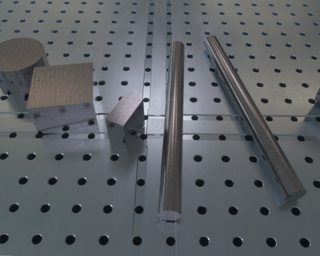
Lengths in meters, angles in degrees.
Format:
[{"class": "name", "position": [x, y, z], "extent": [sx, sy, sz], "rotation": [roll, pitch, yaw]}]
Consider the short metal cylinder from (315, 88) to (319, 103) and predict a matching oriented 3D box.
[{"class": "short metal cylinder", "position": [0.260, -0.059, 0.423], "extent": [0.080, 0.080, 0.050], "rotation": [-36, 59, -26]}]

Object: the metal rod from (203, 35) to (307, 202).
[{"class": "metal rod", "position": [0.119, -0.036, 0.438], "extent": [0.025, 0.025, 0.300], "rotation": [-9, 51, -8]}]

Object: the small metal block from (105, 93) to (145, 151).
[{"class": "small metal block", "position": [-0.043, -0.008, 0.398], "extent": [0.025, 0.050, 0.050], "rotation": [20, 53, 16]}]

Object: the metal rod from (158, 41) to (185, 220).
[{"class": "metal rod", "position": [0.020, -0.021, 0.425], "extent": [0.025, 0.025, 0.300], "rotation": [3, 50, 2]}]

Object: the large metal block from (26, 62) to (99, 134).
[{"class": "large metal block", "position": [-0.129, -0.042, 0.426], "extent": [0.081, 0.050, 0.080], "rotation": [-6, 50, -5]}]

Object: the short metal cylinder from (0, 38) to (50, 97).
[{"class": "short metal cylinder", "position": [-0.209, -0.092, 0.467], "extent": [0.081, 0.050, 0.080], "rotation": [0, 50, 0]}]
